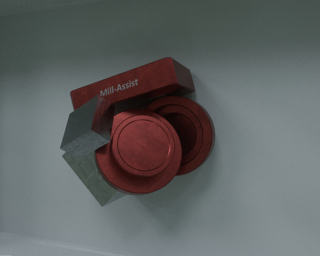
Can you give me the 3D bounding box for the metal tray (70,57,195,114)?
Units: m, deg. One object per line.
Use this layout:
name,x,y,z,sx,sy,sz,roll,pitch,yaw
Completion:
metal tray,-0.031,-0.045,0.384,0.130,0.090,0.030,-16,86,19

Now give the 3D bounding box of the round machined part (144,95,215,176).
round machined part,0.021,0.009,0.393,0.098,0.042,0.097,0,90,19

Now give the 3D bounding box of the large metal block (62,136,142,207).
large metal block,-0.063,0.046,0.401,0.050,0.080,0.080,-46,76,14

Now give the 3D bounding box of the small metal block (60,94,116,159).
small metal block,-0.078,-0.001,0.337,0.050,0.025,0.050,-28,42,30

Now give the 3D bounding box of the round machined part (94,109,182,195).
round machined part,-0.022,0.024,0.345,0.099,0.042,0.098,5,71,-14
